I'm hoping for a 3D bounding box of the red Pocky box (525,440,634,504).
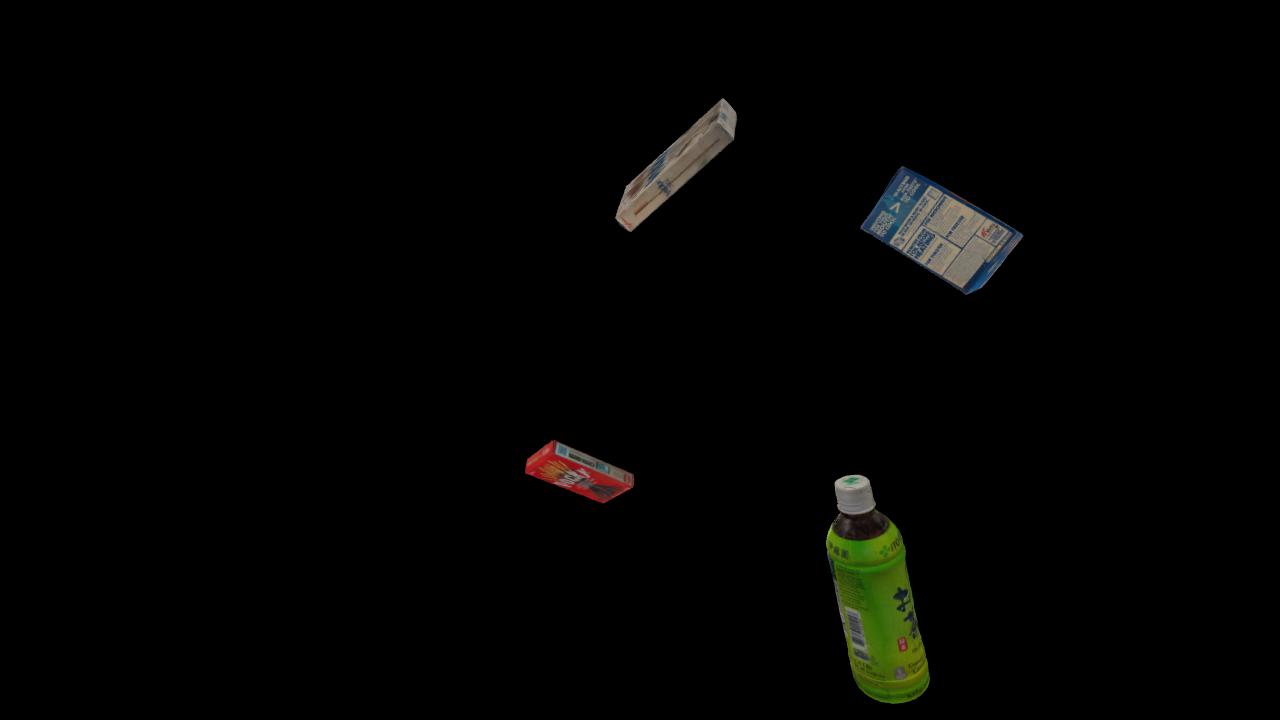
[{"bbox_3d":[-0.094,0.179,0.965,0.155,0.028,0.083,28,-44,-27],"label":"red Pocky box"}]

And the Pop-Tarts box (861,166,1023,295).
[{"bbox_3d":[0.364,-0.153,0.734,0.141,0.083,0.167,40,27,22],"label":"Pop-Tarts box"}]

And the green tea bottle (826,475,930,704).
[{"bbox_3d":[0.214,0.208,0.568,0.073,0.212,0.073,-15,13,4],"label":"green tea bottle"}]

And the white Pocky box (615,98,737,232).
[{"bbox_3d":[0.039,-0.211,0.670,0.028,0.084,0.154,40,-55,-22],"label":"white Pocky box"}]
